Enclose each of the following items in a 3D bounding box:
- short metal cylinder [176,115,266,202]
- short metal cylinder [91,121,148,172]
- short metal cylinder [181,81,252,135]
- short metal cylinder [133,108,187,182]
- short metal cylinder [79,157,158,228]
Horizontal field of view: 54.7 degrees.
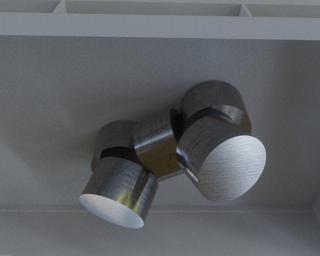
[{"bbox_3d":[0.065,0.032,0.333,0.081,0.050,0.079,-11,120,-19],"label":"short metal cylinder"},{"bbox_3d":[-0.049,0.037,0.421,0.081,0.050,0.079,0,130,0],"label":"short metal cylinder"},{"bbox_3d":[0.067,-0.011,0.382,0.081,0.050,0.079,0,130,0],"label":"short metal cylinder"},{"bbox_3d":[0.009,0.022,0.389,0.050,0.080,0.080,-23,127,18],"label":"short metal cylinder"},{"bbox_3d":[-0.048,0.078,0.372,0.080,0.050,0.080,15,145,12],"label":"short metal cylinder"}]
